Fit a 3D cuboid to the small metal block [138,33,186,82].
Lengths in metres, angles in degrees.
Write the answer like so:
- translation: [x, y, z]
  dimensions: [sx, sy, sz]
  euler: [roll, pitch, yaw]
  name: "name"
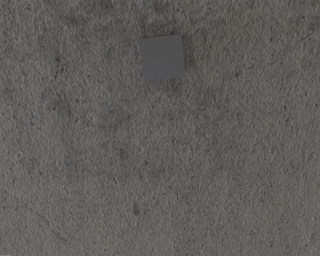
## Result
- translation: [0.003, -0.087, 0.378]
  dimensions: [0.050, 0.025, 0.050]
  euler: [-7, 110, 2]
  name: "small metal block"
